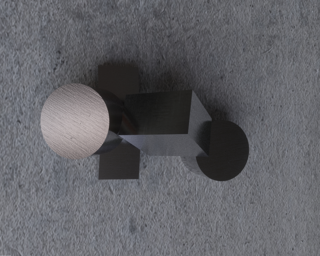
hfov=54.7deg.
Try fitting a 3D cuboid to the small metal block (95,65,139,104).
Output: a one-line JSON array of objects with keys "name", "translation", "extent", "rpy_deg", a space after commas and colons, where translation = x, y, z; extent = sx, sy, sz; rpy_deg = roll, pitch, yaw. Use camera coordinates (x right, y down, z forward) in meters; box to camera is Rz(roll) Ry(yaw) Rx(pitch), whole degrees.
[{"name": "small metal block", "translation": [-0.054, -0.051, 0.390], "extent": [0.050, 0.025, 0.050], "rpy_deg": [-1, 91, -21]}]

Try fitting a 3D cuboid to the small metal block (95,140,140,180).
[{"name": "small metal block", "translation": [-0.053, 0.038, 0.391], "extent": [0.050, 0.025, 0.050], "rpy_deg": [3, 89, -20]}]

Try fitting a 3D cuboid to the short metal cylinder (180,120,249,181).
[{"name": "short metal cylinder", "translation": [0.073, 0.029, 0.426], "extent": [0.081, 0.050, 0.079], "rpy_deg": [0, 90, -21]}]

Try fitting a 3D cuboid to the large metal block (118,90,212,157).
[{"name": "large metal block", "translation": [0.010, -0.002, 0.366], "extent": [0.080, 0.080, 0.050], "rpy_deg": [43, 50, -58]}]

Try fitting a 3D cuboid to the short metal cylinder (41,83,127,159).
[{"name": "short metal cylinder", "translation": [-0.083, -0.007, 0.348], "extent": [0.080, 0.050, 0.079], "rpy_deg": [0, 91, 15]}]
